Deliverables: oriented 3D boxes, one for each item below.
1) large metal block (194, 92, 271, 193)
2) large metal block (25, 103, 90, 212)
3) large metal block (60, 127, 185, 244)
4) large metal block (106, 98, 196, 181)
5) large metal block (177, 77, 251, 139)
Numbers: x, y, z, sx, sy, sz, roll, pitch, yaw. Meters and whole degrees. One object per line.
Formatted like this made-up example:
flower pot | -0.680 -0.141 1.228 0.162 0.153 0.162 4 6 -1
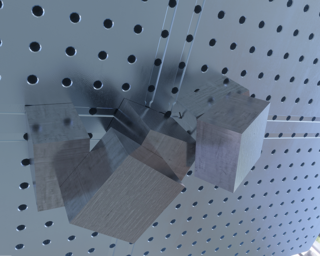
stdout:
large metal block | 0.084 0.014 0.363 0.080 0.050 0.079 -37 137 -42
large metal block | -0.111 0.028 0.332 0.050 0.080 0.079 -6 121 -26
large metal block | -0.037 0.059 0.307 0.080 0.050 0.080 -49 129 6
large metal block | -0.009 0.014 0.380 0.080 0.080 0.050 20 108 -36
large metal block | 0.079 -0.013 0.432 0.080 0.050 0.080 -27 128 -12
